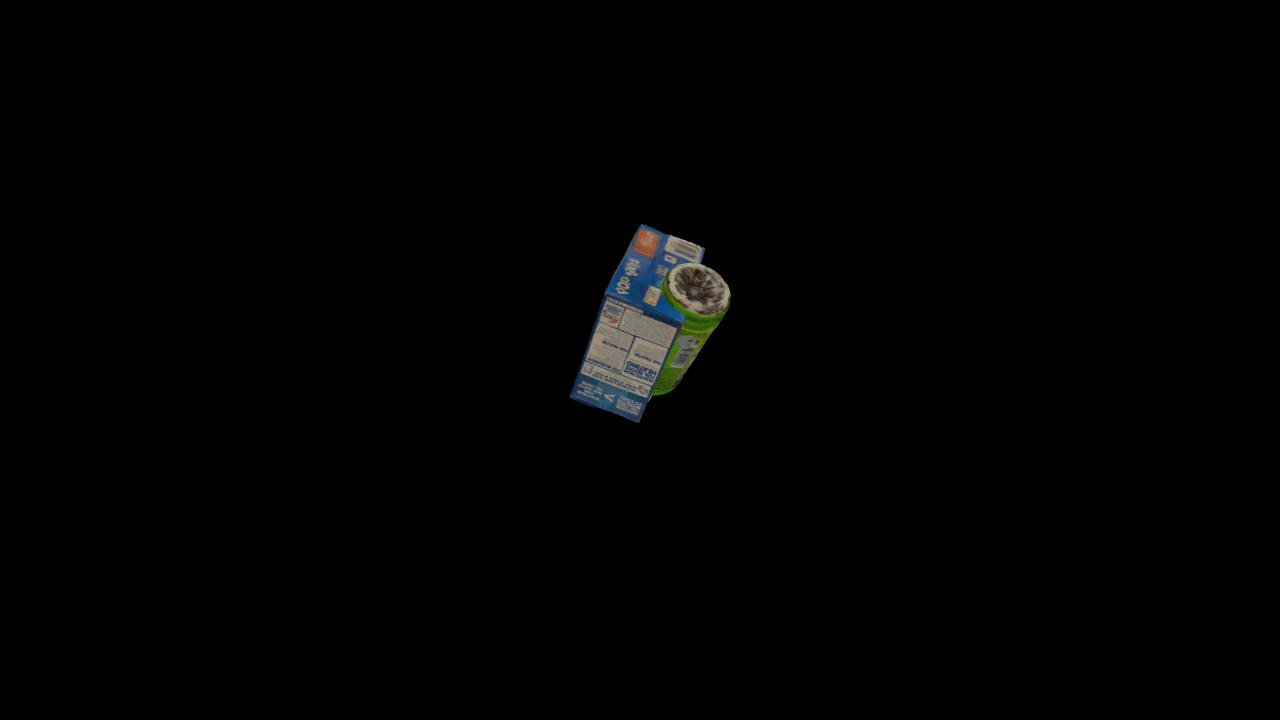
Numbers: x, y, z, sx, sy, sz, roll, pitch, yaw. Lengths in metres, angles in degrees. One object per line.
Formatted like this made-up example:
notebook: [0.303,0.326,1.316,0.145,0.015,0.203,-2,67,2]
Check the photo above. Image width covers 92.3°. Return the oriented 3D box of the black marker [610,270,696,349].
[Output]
black marker: [0.011,-0.055,0.632,0.121,0.020,0.020,44,22,25]

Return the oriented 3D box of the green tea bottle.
green tea bottle: [0.028,-0.013,0.673,0.073,0.073,0.212,0,-35,-21]

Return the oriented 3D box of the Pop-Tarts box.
Pop-Tarts box: [0.000,-0.044,0.672,0.083,0.141,0.167,22,37,0]
